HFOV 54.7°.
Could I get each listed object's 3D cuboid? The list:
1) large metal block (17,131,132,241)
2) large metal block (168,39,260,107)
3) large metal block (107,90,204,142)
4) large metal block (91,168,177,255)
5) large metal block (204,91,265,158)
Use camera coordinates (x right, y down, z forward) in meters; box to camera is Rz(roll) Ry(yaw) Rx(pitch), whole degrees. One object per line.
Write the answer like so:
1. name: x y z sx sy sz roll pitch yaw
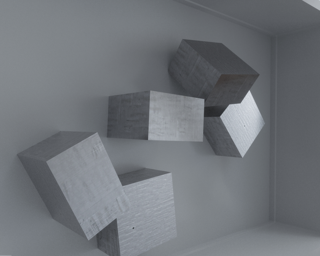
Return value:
1. large metal block: -0.084 0.050 0.300 0.050 0.080 0.080 -34 111 -35
2. large metal block: 0.072 -0.076 0.422 0.081 0.080 0.050 -8 137 -40
3. large metal block: -0.006 -0.011 0.366 0.081 0.080 0.050 4 88 -40
4. large metal block: -0.030 0.097 0.366 0.081 0.050 0.079 -9 96 -40
5. large metal block: 0.110 -0.012 0.482 0.080 0.050 0.080 -48 119 -29
